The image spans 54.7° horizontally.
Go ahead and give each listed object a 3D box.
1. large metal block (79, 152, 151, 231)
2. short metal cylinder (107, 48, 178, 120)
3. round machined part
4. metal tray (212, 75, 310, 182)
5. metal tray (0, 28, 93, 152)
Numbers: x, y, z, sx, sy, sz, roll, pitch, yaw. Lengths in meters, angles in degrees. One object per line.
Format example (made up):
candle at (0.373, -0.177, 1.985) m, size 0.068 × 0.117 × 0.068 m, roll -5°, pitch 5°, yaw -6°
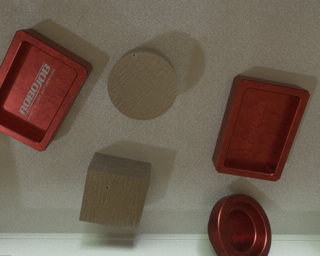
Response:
large metal block at (-0.061, 0.087, 0.429) m, size 0.081 × 0.050 × 0.079 m, roll 12°, pitch 110°, yaw -5°
short metal cylinder at (-0.020, -0.055, 0.377) m, size 0.081 × 0.050 × 0.079 m, roll 0°, pitch 110°, yaw -1°
round machined part at (0.107, 0.145, 0.438) m, size 0.098 × 0.098 × 0.042 m, roll 39°, pitch 145°, yaw -13°
metal tray at (0.129, 0.002, 0.411) m, size 0.091 × 0.030 × 0.129 m, roll 10°, pitch 110°, yaw -4°
metal tray at (-0.156, -0.045, 0.389) m, size 0.090 × 0.030 × 0.129 m, roll 30°, pitch 107°, yaw -11°
